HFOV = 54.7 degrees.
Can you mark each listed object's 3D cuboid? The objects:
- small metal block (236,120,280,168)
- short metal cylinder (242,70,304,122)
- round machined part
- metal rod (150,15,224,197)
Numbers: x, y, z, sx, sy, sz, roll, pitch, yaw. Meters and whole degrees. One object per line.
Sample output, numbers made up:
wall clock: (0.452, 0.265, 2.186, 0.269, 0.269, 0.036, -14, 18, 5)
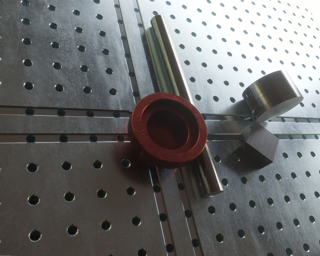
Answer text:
small metal block: (0.151, 0.025, 0.477, 0.050, 0.025, 0.050, 36, 51, -5)
short metal cylinder: (0.182, -0.050, 0.505, 0.081, 0.080, 0.050, -10, 67, -33)
round machined part: (0.007, 0.007, 0.394, 0.099, 0.042, 0.098, 10, 59, -17)
metal rod: (0.033, -0.048, 0.456, 0.025, 0.025, 0.299, -1, 62, -29)
